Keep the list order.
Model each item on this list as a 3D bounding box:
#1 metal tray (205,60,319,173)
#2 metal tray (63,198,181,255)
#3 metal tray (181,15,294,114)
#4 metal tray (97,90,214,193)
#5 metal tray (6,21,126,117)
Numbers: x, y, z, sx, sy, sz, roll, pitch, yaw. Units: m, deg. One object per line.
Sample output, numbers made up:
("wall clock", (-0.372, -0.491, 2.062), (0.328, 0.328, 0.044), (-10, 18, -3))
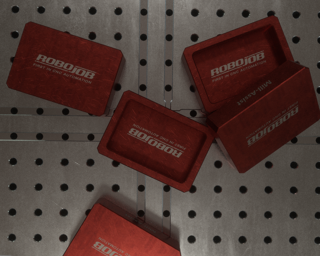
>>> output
("metal tray", (0.132, -0.012, 0.389), (0.130, 0.030, 0.090), (-35, 126, 0))
("metal tray", (-0.049, 0.165, 0.410), (0.130, 0.030, 0.090), (31, 90, -1))
("metal tray", (0.105, -0.082, 0.412), (0.131, 0.030, 0.090), (-21, 90, -1))
("metal tray", (-0.004, 0.017, 0.410), (0.131, 0.030, 0.090), (25, 90, -1))
("metal tray", (-0.122, -0.075, 0.409), (0.131, 0.030, 0.090), (18, 90, -1))
